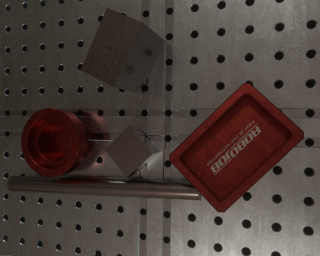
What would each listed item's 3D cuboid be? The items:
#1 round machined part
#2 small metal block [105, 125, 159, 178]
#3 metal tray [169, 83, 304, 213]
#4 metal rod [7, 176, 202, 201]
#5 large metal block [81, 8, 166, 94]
[{"bbox_3d":[-0.149,0.020,0.455,0.098,0.042,0.097,0,90,19],"label":"round machined part"},{"bbox_3d":[-0.039,0.031,0.425,0.050,0.025,0.050,-43,77,14],"label":"small metal block"},{"bbox_3d":[0.088,0.023,0.367,0.130,0.030,0.090,-44,76,4],"label":"metal tray"},{"bbox_3d":[-0.091,0.084,0.443,0.301,0.025,0.025,-2,90,19],"label":"metal rod"},{"bbox_3d":[-0.044,-0.094,0.398,0.050,0.080,0.080,28,99,17],"label":"large metal block"}]
